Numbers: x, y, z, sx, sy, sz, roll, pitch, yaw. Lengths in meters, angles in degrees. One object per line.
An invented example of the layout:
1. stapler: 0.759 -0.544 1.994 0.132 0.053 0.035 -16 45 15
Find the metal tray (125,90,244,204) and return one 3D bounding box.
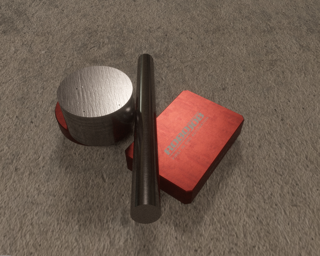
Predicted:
1. metal tray: 0.032 0.017 0.377 0.090 0.030 0.131 29 56 22

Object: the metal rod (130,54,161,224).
1. metal rod: -0.017 -0.018 0.373 0.025 0.025 0.300 -1 36 -2

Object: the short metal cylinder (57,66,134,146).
1. short metal cylinder: -0.070 -0.026 0.353 0.081 0.050 0.080 1 50 -1

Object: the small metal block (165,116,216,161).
1. small metal block: 0.037 0.017 0.390 0.050 0.025 0.050 -24 54 -20

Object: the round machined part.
1. round machined part: -0.081 -0.015 0.404 0.099 0.042 0.098 0 50 0
